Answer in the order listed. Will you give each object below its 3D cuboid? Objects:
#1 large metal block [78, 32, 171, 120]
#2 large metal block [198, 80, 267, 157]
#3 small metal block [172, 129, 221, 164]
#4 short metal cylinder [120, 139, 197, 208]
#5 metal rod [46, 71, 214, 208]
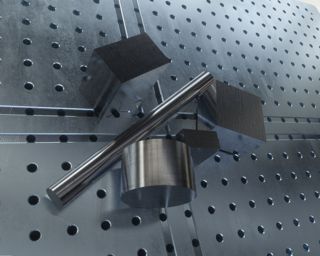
[{"bbox_3d":[-0.046,-0.065,0.390,0.081,0.080,0.050,-32,80,-38],"label":"large metal block"},{"bbox_3d":[0.103,-0.013,0.455,0.081,0.050,0.080,18,55,-18],"label":"large metal block"},{"bbox_3d":[0.041,0.025,0.401,0.050,0.050,0.025,5,60,-26],"label":"small metal block"},{"bbox_3d":[-0.002,0.052,0.340,0.081,0.080,0.050,11,57,-23],"label":"short metal cylinder"},{"bbox_3d":[-0.015,-0.005,0.404,0.025,0.025,0.302,47,51,4],"label":"metal rod"}]
